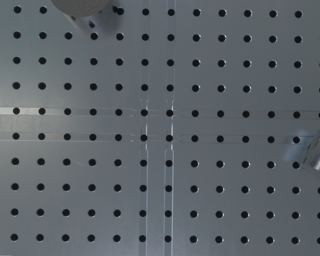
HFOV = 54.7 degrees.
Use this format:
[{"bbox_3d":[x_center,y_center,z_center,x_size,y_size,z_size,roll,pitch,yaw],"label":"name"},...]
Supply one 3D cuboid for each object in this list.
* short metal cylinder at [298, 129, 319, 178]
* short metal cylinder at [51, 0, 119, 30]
[{"bbox_3d":[0.224,0.043,0.387,0.080,0.080,0.050,31,90,0],"label":"short metal cylinder"},{"bbox_3d":[-0.097,-0.174,0.400,0.081,0.050,0.080,0,90,0],"label":"short metal cylinder"}]
